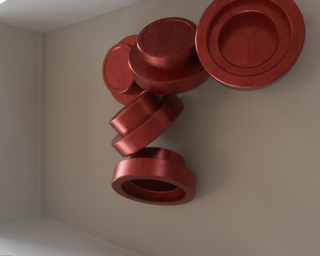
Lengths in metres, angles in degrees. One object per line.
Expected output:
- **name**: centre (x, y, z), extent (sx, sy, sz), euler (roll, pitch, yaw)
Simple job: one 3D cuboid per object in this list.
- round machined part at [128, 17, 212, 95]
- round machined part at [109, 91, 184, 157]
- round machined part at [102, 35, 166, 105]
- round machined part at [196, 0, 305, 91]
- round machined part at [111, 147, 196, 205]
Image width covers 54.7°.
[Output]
- **round machined part**: centre (0.012, -0.087, 0.349), extent (0.098, 0.042, 0.098), euler (-6, 53, 8)
- **round machined part**: centre (-0.022, -0.013, 0.372), extent (0.098, 0.098, 0.042), euler (-32, 104, 35)
- **round machined part**: centre (-0.042, -0.080, 0.428), extent (0.098, 0.042, 0.097), euler (0, 90, 39)
- **round machined part**: centre (0.088, -0.085, 0.308), extent (0.098, 0.042, 0.097), euler (-1, 87, 16)
- **round machined part**: centre (-0.006, 0.057, 0.371), extent (0.098, 0.098, 0.042), euler (-20, 49, 38)
